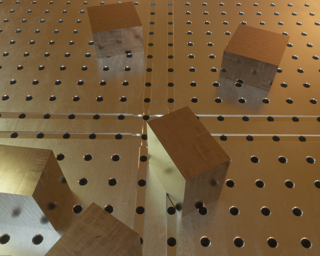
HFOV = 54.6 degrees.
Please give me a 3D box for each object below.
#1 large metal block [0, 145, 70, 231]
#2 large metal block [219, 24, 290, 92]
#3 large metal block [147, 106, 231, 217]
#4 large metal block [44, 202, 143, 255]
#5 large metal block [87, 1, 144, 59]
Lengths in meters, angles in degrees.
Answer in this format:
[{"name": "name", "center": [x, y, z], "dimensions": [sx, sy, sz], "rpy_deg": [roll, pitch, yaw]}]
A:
[{"name": "large metal block", "center": [-0.148, 0.062, 0.320], "dimensions": [0.080, 0.080, 0.050], "rpy_deg": [5, 50, 5]}, {"name": "large metal block", "center": [0.148, -0.112, 0.486], "dimensions": [0.080, 0.050, 0.080], "rpy_deg": [21, 53, 16]}, {"name": "large metal block", "center": [0.027, 0.037, 0.341], "dimensions": [0.050, 0.080, 0.080], "rpy_deg": [-22, 54, -17]}, {"name": "large metal block", "center": [-0.060, 0.125, 0.267], "dimensions": [0.050, 0.080, 0.080], "rpy_deg": [28, 56, 22]}, {"name": "large metal block", "center": [-0.077, -0.170, 0.534], "dimensions": [0.081, 0.050, 0.080], "rpy_deg": [-11, 51, -9]}]
